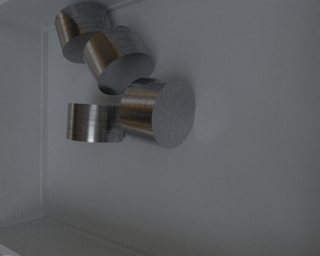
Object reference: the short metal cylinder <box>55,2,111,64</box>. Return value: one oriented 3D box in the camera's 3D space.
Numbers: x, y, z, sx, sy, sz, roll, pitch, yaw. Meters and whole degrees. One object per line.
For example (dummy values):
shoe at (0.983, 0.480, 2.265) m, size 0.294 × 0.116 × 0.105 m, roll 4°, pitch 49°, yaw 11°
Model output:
short metal cylinder at (-0.110, -0.139, 0.462) m, size 0.080 × 0.081 × 0.050 m, roll -31°, pitch 71°, yaw 36°

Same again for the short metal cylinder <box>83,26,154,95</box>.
short metal cylinder at (-0.055, -0.089, 0.417) m, size 0.080 × 0.081 × 0.050 m, roll -45°, pitch 63°, yaw 31°

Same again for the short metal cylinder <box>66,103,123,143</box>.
short metal cylinder at (-0.092, -0.009, 0.447) m, size 0.080 × 0.081 × 0.050 m, roll 7°, pitch 95°, yaw 40°

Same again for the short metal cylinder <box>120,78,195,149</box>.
short metal cylinder at (-0.001, -0.019, 0.372) m, size 0.050 × 0.081 × 0.079 m, roll 12°, pitch 98°, yaw 39°
